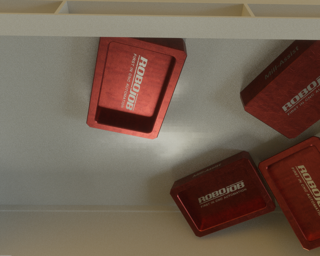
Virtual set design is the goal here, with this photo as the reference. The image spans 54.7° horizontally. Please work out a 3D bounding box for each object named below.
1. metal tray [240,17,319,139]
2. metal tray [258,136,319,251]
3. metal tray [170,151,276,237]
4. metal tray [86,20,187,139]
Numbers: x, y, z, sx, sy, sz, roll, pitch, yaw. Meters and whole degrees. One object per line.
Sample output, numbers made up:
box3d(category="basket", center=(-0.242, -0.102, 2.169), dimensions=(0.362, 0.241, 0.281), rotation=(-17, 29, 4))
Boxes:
box3d(category="metal tray", center=(0.172, -0.053, 0.362), dimensions=(0.090, 0.030, 0.129), rotation=(28, 125, -22))
box3d(category="metal tray", center=(0.207, 0.087, 0.422), dimensions=(0.090, 0.130, 0.030), rotation=(-33, 162, 24))
box3d(category="metal tray", center=(0.093, 0.102, 0.466), dimensions=(0.130, 0.030, 0.090), rotation=(-28, 97, 21))
box3d(category="metal tray", center=(-0.031, -0.050, 0.362), dimensions=(0.091, 0.030, 0.129), rotation=(12, 129, -10))
